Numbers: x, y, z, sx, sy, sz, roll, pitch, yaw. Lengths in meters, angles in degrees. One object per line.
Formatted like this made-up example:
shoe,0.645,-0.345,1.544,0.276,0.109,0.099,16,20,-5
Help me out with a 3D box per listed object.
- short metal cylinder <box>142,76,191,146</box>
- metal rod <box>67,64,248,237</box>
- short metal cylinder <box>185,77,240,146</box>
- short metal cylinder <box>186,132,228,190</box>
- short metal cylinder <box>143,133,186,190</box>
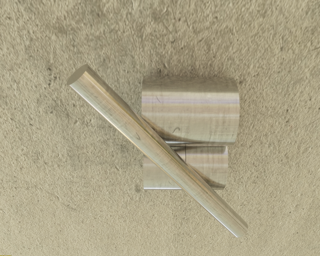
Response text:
short metal cylinder,0.006,-0.020,0.356,0.050,0.080,0.079,1,130,-1
metal rod,0.019,0.046,0.343,0.025,0.025,0.300,-30,125,22
short metal cylinder,0.056,-0.019,0.357,0.050,0.080,0.079,1,130,-1
short metal cylinder,0.056,0.042,0.409,0.050,0.080,0.079,1,130,-1
short metal cylinder,0.005,0.042,0.408,0.050,0.080,0.079,1,130,-1
